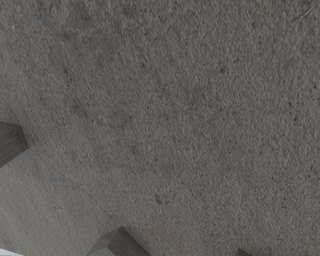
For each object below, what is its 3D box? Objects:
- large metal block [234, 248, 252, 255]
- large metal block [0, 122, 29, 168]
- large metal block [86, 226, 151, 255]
[{"bbox_3d":[0.138,0.243,0.468,0.080,0.050,0.079,24,127,13],"label":"large metal block"},{"bbox_3d":[-0.299,0.030,0.548,0.080,0.080,0.050,8,122,24],"label":"large metal block"},{"bbox_3d":[-0.079,0.241,0.582,0.080,0.050,0.080,48,129,-6],"label":"large metal block"}]
